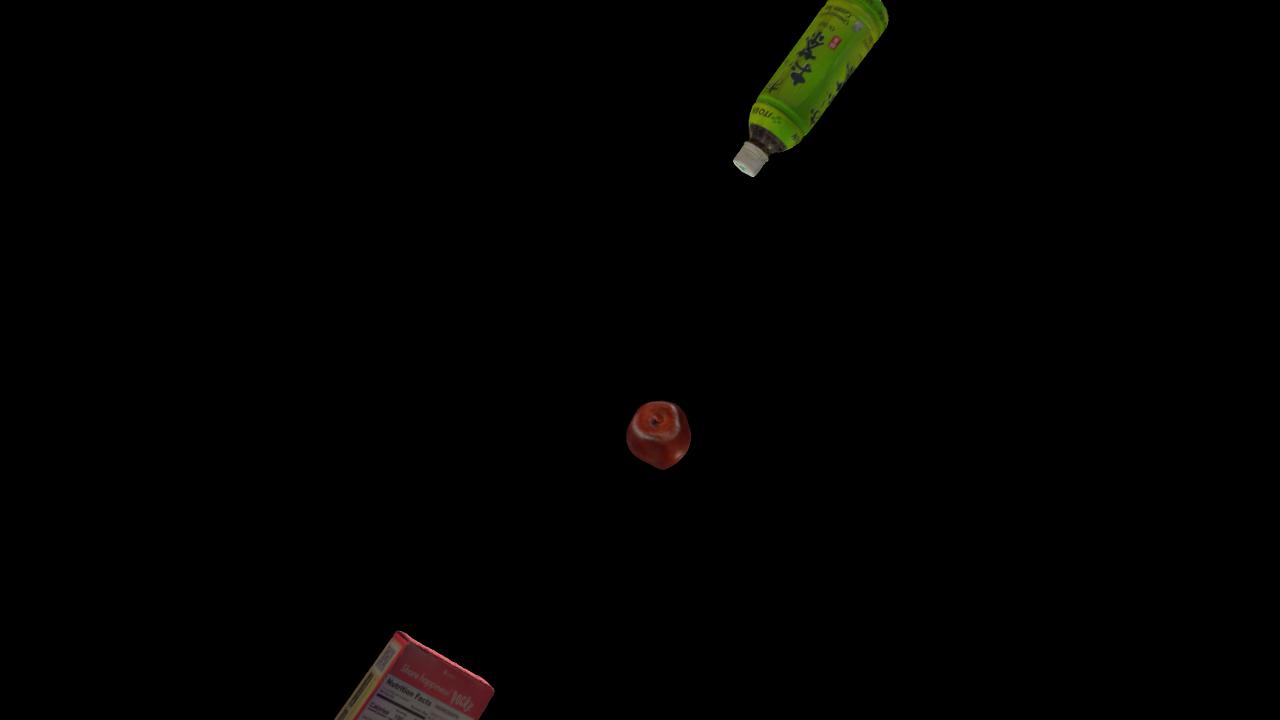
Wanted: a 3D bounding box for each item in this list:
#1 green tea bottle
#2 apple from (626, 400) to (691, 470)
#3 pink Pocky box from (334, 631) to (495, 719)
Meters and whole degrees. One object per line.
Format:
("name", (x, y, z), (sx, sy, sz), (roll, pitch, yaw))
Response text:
("green tea bottle", (0.177, -0.296, 0.671), (0.073, 0.212, 0.073), (35, 8, -6))
("apple", (0.023, 0.093, 0.746), (0.079, 0.079, 0.093), (0, -34, 11))
("pink Pocky box", (-0.174, 0.271, 0.406), (0.029, 0.155, 0.084), (-3, -43, 51))
